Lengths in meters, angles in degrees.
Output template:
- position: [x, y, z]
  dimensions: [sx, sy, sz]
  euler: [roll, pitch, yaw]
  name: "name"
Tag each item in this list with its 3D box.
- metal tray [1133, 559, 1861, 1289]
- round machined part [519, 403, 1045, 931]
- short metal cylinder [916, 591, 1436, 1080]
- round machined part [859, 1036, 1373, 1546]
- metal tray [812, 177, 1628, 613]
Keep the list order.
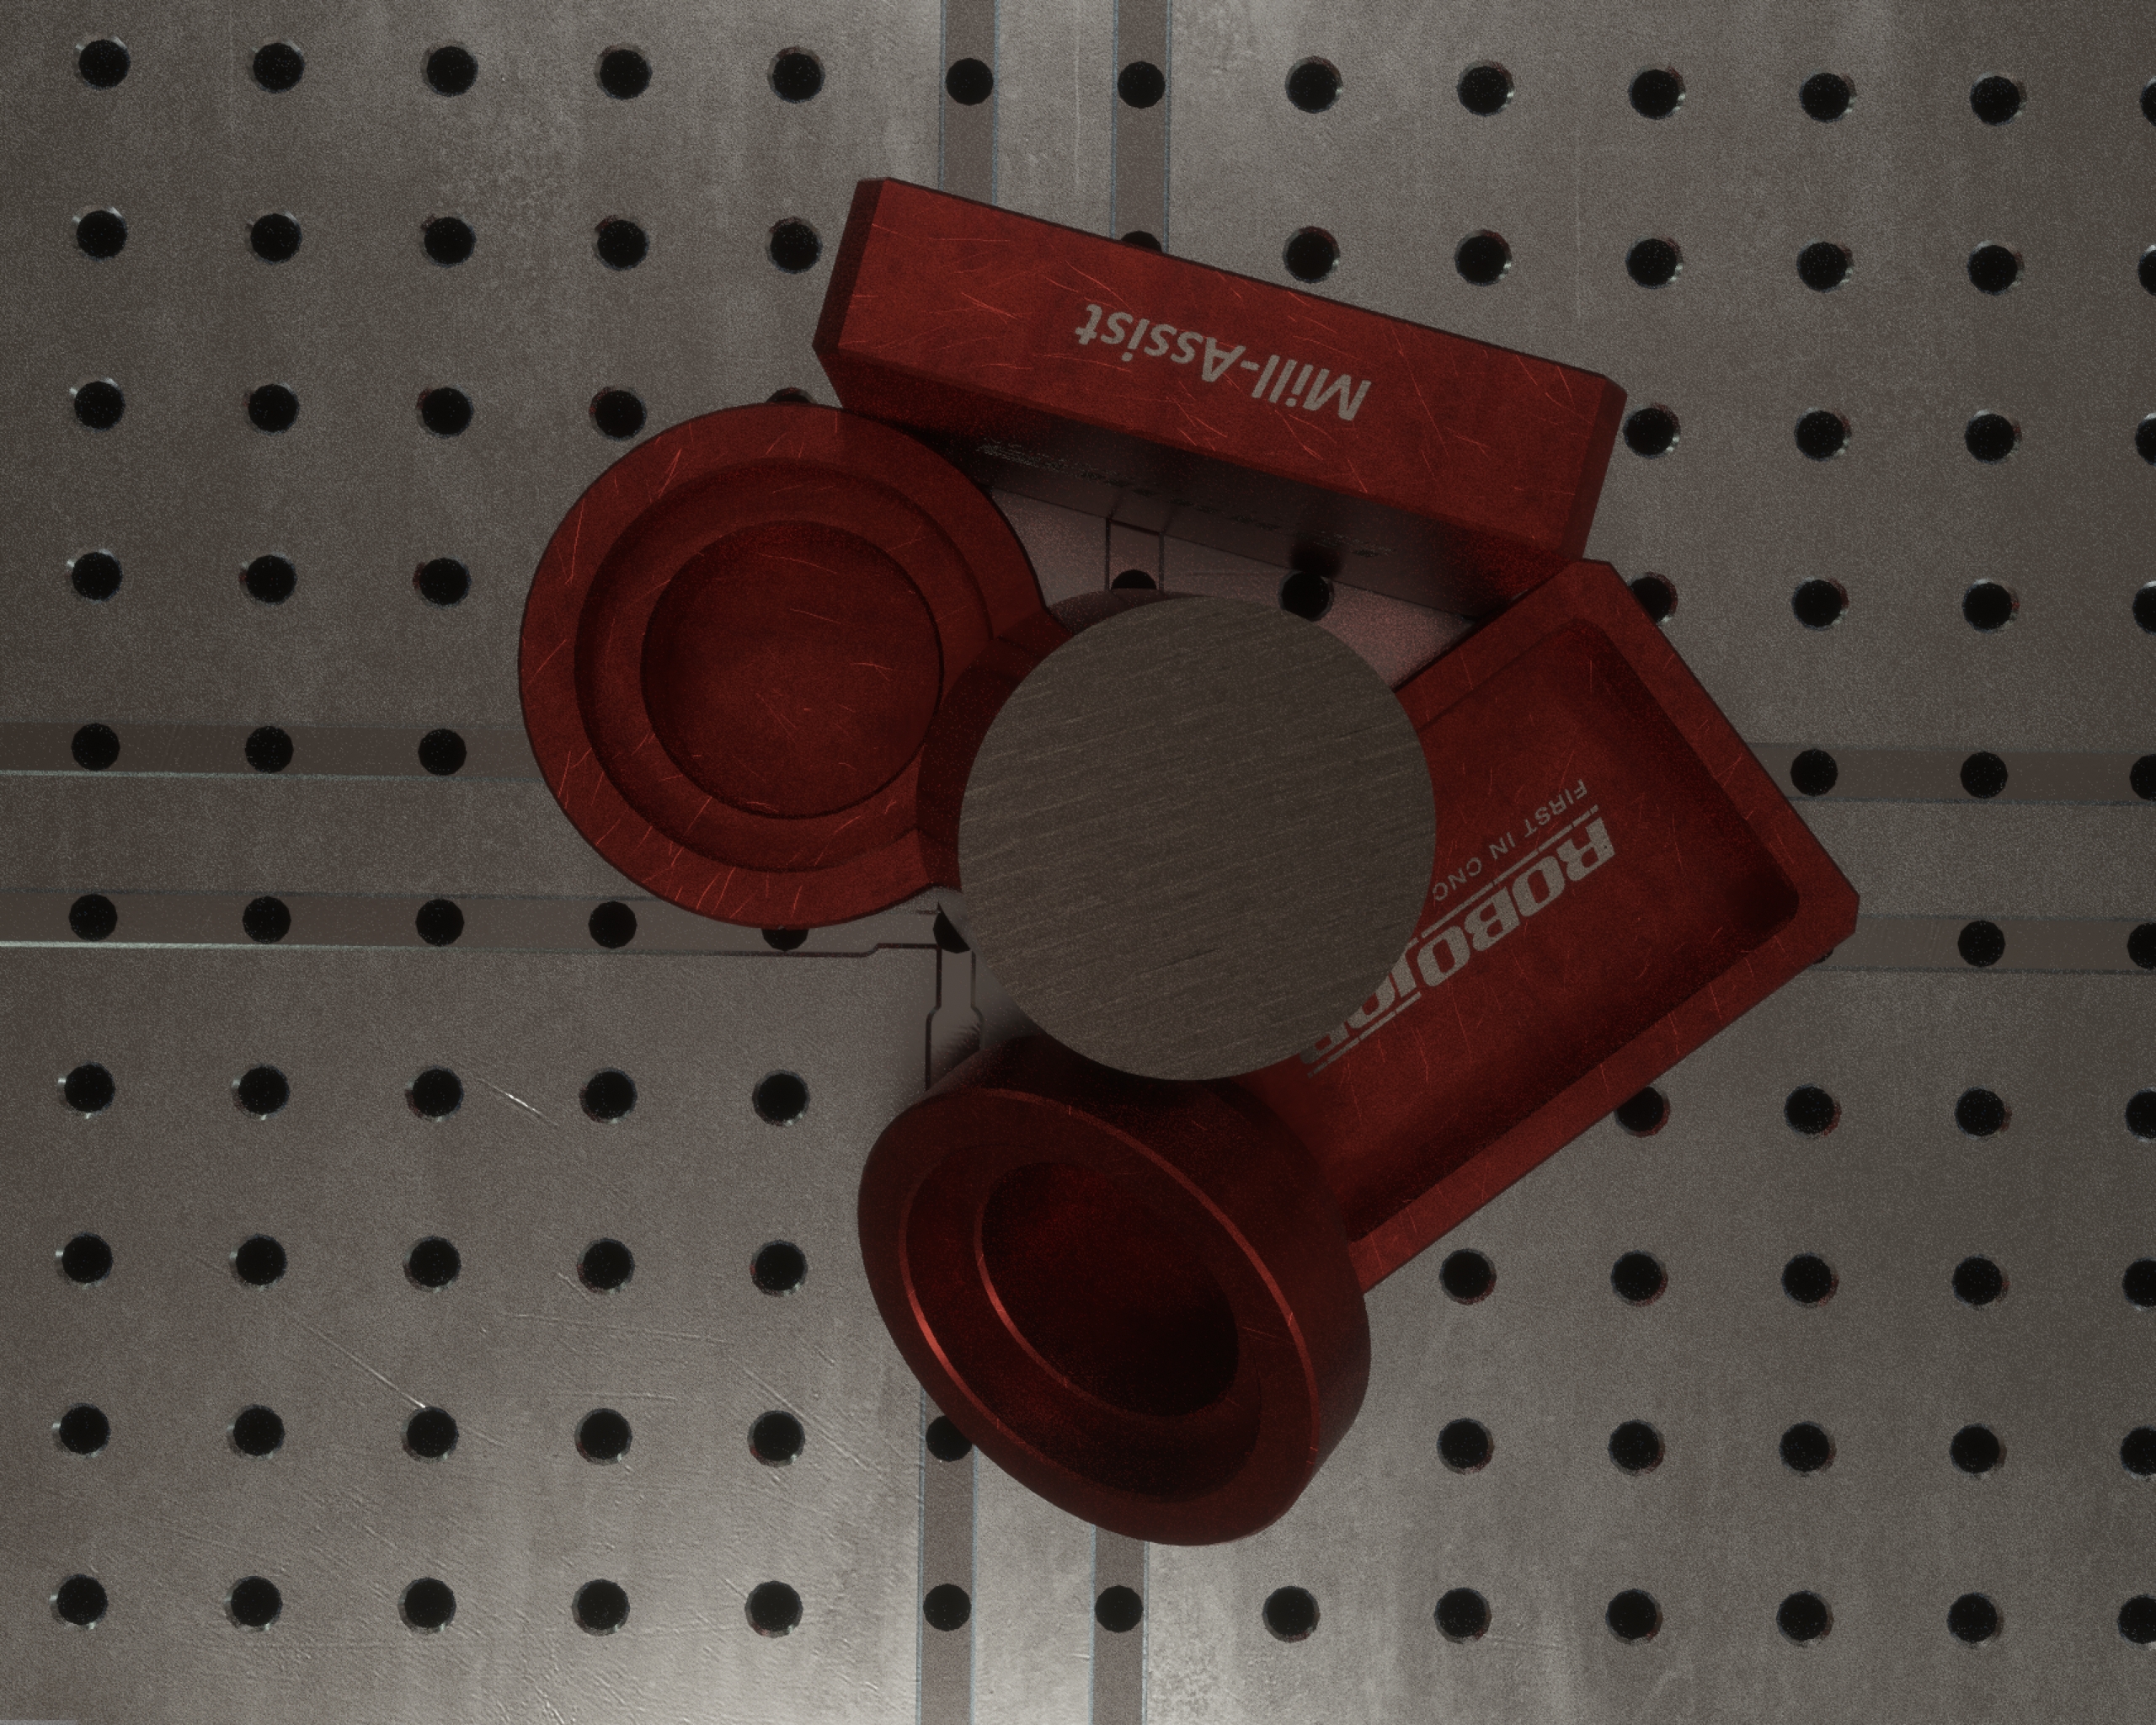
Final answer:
- position: [0.073, 0.013, 0.411]
  dimensions: [0.130, 0.030, 0.090]
  euler: [-36, 90, -1]
  name: "metal tray"
- position: [-0.054, -0.036, 0.404]
  dimensions: [0.099, 0.042, 0.097]
  euler: [0, 90, -1]
  name: "round machined part"
- position: [0.015, -0.007, 0.364]
  dimensions: [0.081, 0.050, 0.079]
  euler: [-2, 99, -12]
  name: "short metal cylinder"
- position: [0.011, 0.074, 0.388]
  dimensions: [0.098, 0.042, 0.097]
  euler: [18, 125, 28]
  name: "round machined part"
- position: [0.023, -0.081, 0.381]
  dimensions: [0.131, 0.090, 0.030]
  euler: [15, 90, -1]
  name: "metal tray"
